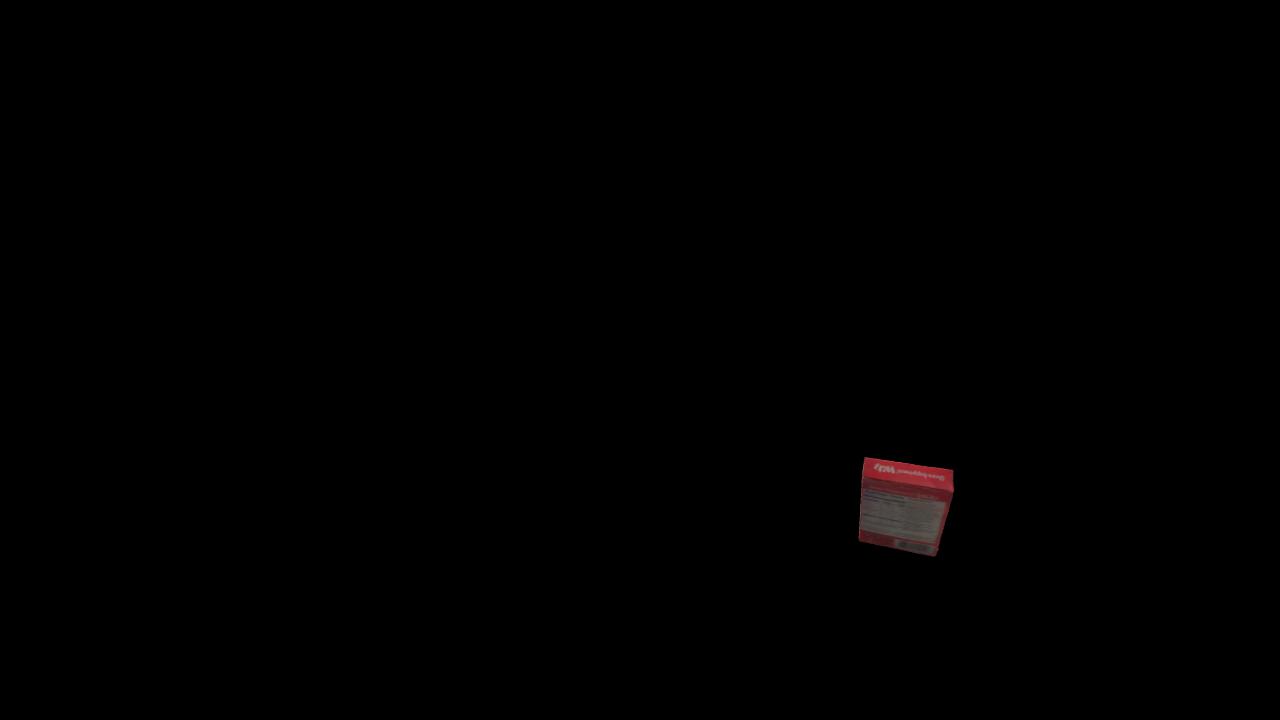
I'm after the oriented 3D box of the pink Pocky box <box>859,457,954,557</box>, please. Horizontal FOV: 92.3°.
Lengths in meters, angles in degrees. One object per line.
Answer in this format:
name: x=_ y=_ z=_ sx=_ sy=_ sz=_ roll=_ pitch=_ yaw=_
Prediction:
pink Pocky box: x=0.281 y=0.160 z=0.660 sx=0.084 sy=0.029 sz=0.155 roll=6 pitch=-37 yaw=23
